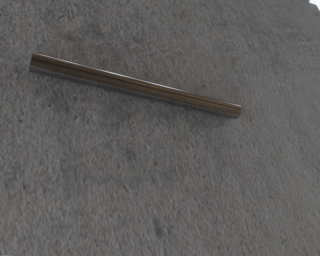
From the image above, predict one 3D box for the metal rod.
[{"bbox_3d":[-0.017,-0.052,0.427,0.302,0.025,0.025,11,57,-23],"label":"metal rod"}]
